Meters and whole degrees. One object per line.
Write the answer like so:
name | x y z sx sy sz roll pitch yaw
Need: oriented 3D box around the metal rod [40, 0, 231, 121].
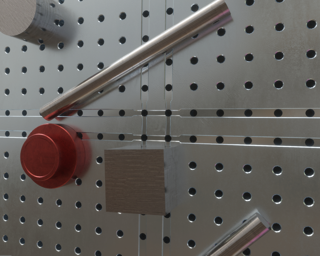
metal rod | -0.046 -0.087 0.427 0.300 0.025 0.025 -27 81 17

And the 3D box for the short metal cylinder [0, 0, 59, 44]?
short metal cylinder | -0.202 -0.173 0.469 0.080 0.050 0.079 0 90 19

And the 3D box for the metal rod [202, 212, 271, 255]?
metal rod | 0.020 0.213 0.404 0.299 0.025 0.025 -45 77 14

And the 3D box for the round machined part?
round machined part | -0.166 0.042 0.460 0.098 0.042 0.097 0 90 19

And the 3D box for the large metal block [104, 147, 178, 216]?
large metal block | -0.024 0.066 0.407 0.080 0.050 0.079 -2 89 19
